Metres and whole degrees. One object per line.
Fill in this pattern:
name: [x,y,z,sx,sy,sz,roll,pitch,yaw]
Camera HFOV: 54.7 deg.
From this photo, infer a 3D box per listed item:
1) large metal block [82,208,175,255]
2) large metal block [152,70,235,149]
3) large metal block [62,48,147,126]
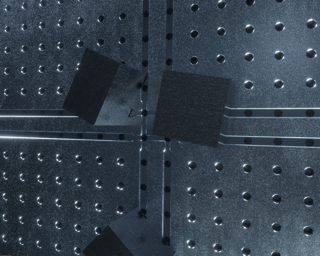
large metal block: [-0.036,0.159,0.395,0.080,0.080,0.050,46,104,14]
large metal block: [0.043,-0.024,0.384,0.080,0.050,0.079,12,94,19]
large metal block: [-0.070,-0.050,0.407,0.050,0.080,0.080,27,99,17]
